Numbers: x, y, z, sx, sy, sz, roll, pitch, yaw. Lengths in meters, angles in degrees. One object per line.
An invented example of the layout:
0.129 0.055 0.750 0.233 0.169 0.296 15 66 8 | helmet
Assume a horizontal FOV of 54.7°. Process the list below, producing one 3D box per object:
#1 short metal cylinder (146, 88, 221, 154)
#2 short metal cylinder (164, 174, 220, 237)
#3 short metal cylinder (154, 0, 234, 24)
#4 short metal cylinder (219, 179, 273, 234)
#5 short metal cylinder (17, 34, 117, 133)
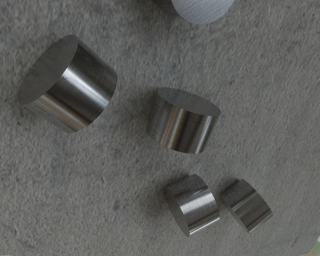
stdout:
0.028 -0.011 0.381 0.081 0.080 0.050 5 116 -31 | short metal cylinder
0.047 0.117 0.471 0.050 0.080 0.080 -23 127 -15 | short metal cylinder
0.034 -0.152 0.316 0.081 0.050 0.079 -14 125 -21 | short metal cylinder
0.149 0.136 0.539 0.050 0.080 0.080 -37 130 -4 | short metal cylinder
-0.088 -0.042 0.298 0.080 0.080 0.050 -46 130 4 | short metal cylinder
